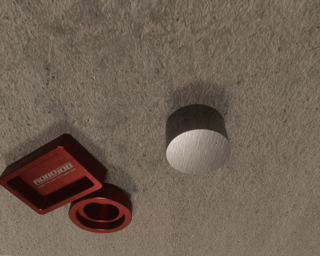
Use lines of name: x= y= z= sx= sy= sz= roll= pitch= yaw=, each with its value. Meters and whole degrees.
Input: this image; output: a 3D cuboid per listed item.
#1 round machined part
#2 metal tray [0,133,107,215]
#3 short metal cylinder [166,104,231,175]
round machined part: x=-0.093 y=0.126 z=0.502 sx=0.099 sy=0.042 sz=0.097 roll=-1 pitch=131 yaw=0
metal tray: x=-0.157 y=0.072 z=0.456 sx=0.130 sy=0.030 sz=0.090 roll=-27 pitch=119 yaw=21
short metal cylinder: x=0.048 y=0.016 z=0.405 sx=0.081 sy=0.050 sz=0.079 roll=0 pitch=130 yaw=0
